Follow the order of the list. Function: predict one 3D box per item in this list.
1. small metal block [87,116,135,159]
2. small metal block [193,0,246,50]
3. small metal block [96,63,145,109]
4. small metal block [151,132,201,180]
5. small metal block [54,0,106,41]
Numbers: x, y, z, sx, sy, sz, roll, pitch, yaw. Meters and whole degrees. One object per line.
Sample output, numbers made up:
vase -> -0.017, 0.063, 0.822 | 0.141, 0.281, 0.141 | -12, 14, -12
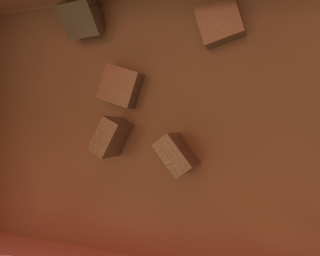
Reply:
small metal block -> -0.065, 0.012, 0.419 | 0.025, 0.050, 0.050 | 30, 100, 17
small metal block -> 0.074, -0.132, 0.384 | 0.050, 0.025, 0.050 | -17, 85, 19
small metal block -> -0.054, -0.058, 0.429 | 0.050, 0.025, 0.050 | 20, 96, 18
small metal block -> 0.022, 0.033, 0.389 | 0.025, 0.050, 0.050 | -39, 78, 16
small metal block -> -0.111, -0.155, 0.435 | 0.050, 0.025, 0.050 | -4, 127, 19
